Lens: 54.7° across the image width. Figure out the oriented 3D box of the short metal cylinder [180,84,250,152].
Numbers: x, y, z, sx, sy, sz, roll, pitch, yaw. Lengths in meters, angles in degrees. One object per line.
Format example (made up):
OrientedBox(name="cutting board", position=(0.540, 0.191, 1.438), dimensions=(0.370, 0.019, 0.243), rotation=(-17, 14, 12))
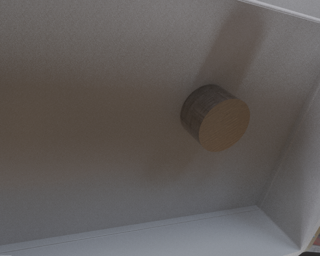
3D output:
OrientedBox(name="short metal cylinder", position=(0.075, -0.014, 0.427), dimensions=(0.081, 0.050, 0.079), rotation=(-14, 125, -21))
